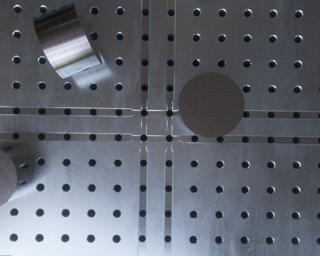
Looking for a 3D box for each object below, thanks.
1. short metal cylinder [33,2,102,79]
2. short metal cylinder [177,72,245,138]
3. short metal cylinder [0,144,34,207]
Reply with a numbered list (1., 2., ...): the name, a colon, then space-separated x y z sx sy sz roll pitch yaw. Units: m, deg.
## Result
1. short metal cylinder: -0.112 -0.107 0.385 0.050 0.080 0.080 -22 90 0
2. short metal cylinder: 0.063 -0.028 0.401 0.081 0.050 0.079 0 90 0
3. short metal cylinder: -0.213 0.061 0.399 0.081 0.050 0.079 0 90 0
